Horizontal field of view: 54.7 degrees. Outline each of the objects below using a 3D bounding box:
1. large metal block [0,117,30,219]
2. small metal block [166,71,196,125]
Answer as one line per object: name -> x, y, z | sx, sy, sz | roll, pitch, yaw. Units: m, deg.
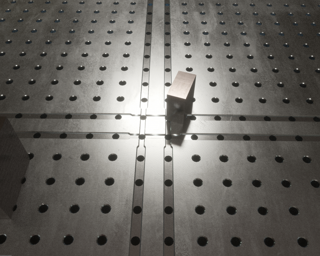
large metal block -> -0.188, 0.044, 0.333 | 0.050, 0.080, 0.080 | 0, 50, 0
small metal block -> 0.029, -0.042, 0.427 | 0.025, 0.050, 0.050 | 16, 52, 12
